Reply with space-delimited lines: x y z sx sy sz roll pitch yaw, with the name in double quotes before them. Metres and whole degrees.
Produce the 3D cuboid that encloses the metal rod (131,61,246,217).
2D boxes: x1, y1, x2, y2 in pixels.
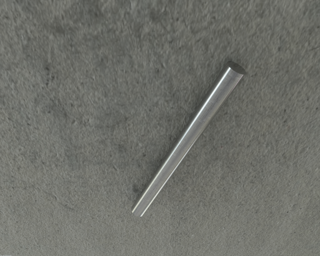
"metal rod" 0.025 0.036 0.437 0.025 0.025 0.298 19 128 -16
